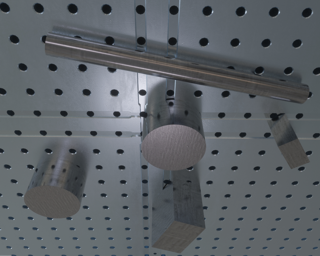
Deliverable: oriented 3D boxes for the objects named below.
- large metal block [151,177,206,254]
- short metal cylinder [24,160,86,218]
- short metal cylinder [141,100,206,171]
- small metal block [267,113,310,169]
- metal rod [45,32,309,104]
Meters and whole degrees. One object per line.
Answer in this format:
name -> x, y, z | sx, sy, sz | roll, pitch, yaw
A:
large metal block -> 0.026, 0.139, 0.495 | 0.050, 0.080, 0.079 | 19, 127, -16
short metal cylinder -> -0.158, 0.094, 0.474 | 0.081, 0.050, 0.079 | 0, 130, 0
short metal cylinder -> 0.017, 0.010, 0.404 | 0.081, 0.050, 0.079 | 0, 130, 0
small metal block -> 0.171, 0.018, 0.412 | 0.025, 0.050, 0.050 | -27, 125, 21
metal rod -> 0.027, -0.066, 0.355 | 0.302, 0.025, 0.025 | 9, 130, -9
